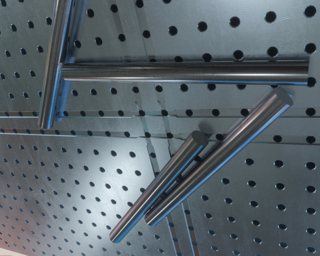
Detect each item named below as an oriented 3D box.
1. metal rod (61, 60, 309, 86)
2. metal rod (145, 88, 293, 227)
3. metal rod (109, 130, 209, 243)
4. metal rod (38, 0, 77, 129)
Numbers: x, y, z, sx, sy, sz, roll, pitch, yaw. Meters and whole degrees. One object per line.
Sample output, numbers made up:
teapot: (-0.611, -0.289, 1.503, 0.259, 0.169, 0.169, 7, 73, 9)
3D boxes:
metal rod: (0.009, -0.065, 0.365, 0.301, 0.025, 0.025, 5, 121, 25)
metal rod: (0.057, 0.059, 0.416, 0.025, 0.025, 0.298, 39, 129, 1)
metal rod: (-0.016, 0.108, 0.484, 0.025, 0.025, 0.298, 37, 129, 3)
metal rod: (-0.133, -0.113, 0.409, 0.025, 0.025, 0.298, 32, 128, 7)
